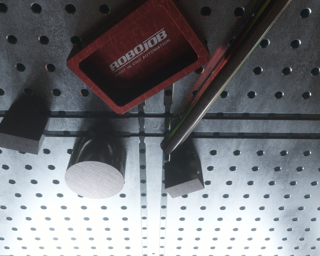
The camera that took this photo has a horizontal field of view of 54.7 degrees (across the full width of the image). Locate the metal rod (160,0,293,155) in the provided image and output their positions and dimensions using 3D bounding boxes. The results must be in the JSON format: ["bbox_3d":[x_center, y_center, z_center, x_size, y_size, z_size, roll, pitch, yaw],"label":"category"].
[{"bbox_3d":[0.080,-0.074,0.350,0.025,0.025,0.298,21,127,-18],"label":"metal rod"}]

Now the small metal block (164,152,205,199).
[{"bbox_3d":[0.035,0.069,0.455,0.050,0.050,0.025,-21,127,16],"label":"small metal block"}]

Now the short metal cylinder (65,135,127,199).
[{"bbox_3d":[-0.089,0.057,0.442,0.081,0.050,0.079,0,130,0],"label":"short metal cylinder"}]

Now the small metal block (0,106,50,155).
[{"bbox_3d":[-0.174,0.003,0.395,0.050,0.050,0.025,14,129,-12],"label":"small metal block"}]

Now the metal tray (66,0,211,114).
[{"bbox_3d":[-0.024,-0.080,0.339,0.130,0.030,0.090,-29,125,22],"label":"metal tray"}]
